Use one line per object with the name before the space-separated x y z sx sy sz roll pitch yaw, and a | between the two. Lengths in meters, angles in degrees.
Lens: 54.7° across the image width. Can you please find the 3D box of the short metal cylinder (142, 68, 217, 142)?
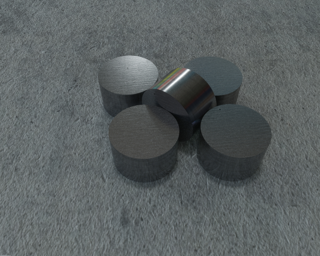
short metal cylinder | 0.024 -0.029 0.394 0.080 0.080 0.050 32 57 24

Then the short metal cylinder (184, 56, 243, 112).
short metal cylinder | 0.070 -0.055 0.434 0.081 0.050 0.080 0 50 0

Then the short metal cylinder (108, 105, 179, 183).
short metal cylinder | -0.018 0.018 0.372 0.081 0.050 0.080 0 50 0

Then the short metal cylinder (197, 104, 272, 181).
short metal cylinder | 0.087 0.017 0.374 0.081 0.050 0.080 0 50 0

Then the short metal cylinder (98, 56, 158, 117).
short metal cylinder | -0.043 -0.057 0.434 0.081 0.050 0.080 0 50 0
